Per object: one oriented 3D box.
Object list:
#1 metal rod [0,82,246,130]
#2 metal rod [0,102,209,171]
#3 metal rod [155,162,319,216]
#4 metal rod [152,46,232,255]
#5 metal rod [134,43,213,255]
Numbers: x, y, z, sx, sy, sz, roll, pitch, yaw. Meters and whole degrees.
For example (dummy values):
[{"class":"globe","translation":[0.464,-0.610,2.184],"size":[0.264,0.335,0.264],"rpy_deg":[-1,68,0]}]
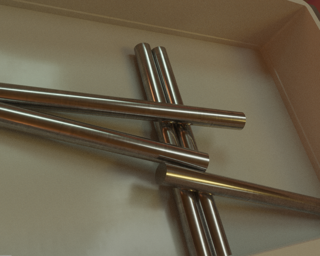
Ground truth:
[{"class":"metal rod","translation":[-0.034,-0.023,0.376],"size":[0.302,0.025,0.025],"rpy_deg":[6,59,-18]},{"class":"metal rod","translation":[-0.088,0.006,0.338],"size":[0.302,0.025,0.025],"rpy_deg":[15,56,-14]},{"class":"metal rod","translation":[0.131,0.086,0.402],"size":[0.302,0.025,0.025],"rpy_deg":[16,55,-26]},{"class":"metal rod","translation":[0.034,0.015,0.412],"size":[0.025,0.025,0.299],"rpy_deg":[-1,62,-29]},{"class":"metal rod","translation":[0.010,0.013,0.401],"size":[0.025,0.025,0.299],"rpy_deg":[-1,62,-29]}]
